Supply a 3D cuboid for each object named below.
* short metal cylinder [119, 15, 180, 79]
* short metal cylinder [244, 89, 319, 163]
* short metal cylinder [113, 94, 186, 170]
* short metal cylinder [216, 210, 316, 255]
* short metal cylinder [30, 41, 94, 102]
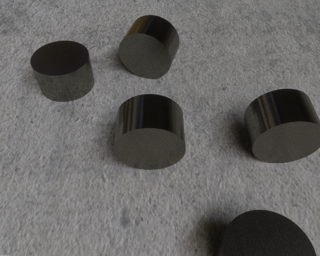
[{"bbox_3d":[-0.015,-0.122,0.470,0.080,0.080,0.050,13,51,10],"label":"short metal cylinder"},{"bbox_3d":[0.146,-0.001,0.370,0.081,0.080,0.050,-1,50,-1],"label":"short metal cylinder"},{"bbox_3d":[-0.012,0.006,0.362,0.081,0.080,0.050,0,50,-1],"label":"short metal cylinder"},{"bbox_3d":[0.094,0.123,0.285,0.081,0.050,0.080,0,50,0],"label":"short metal cylinder"},{"bbox_3d":[-0.141,-0.084,0.456,0.081,0.050,0.080,0,50,0],"label":"short metal cylinder"}]
